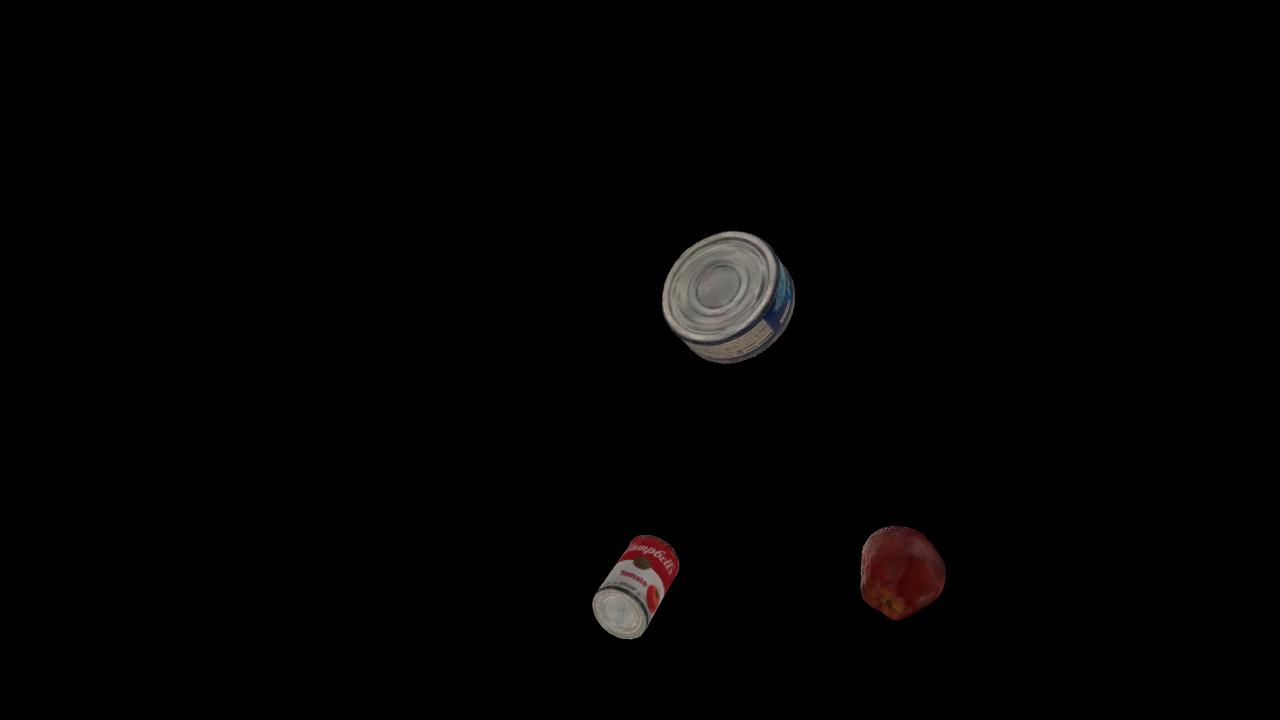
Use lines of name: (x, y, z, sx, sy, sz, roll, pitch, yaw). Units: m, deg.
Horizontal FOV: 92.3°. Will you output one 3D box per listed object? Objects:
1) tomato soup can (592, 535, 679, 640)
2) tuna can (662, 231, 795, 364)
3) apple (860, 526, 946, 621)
tomato soup can: (-0.004, 0.257, 0.701, 0.068, 0.068, 0.101, 0, 19, 25)
tuna can: (0.057, -0.043, 0.407, 0.084, 0.084, 0.034, 0, -23, 33)
apple: (0.259, 0.210, 0.610, 0.079, 0.079, 0.093, 0, 21, 37)
